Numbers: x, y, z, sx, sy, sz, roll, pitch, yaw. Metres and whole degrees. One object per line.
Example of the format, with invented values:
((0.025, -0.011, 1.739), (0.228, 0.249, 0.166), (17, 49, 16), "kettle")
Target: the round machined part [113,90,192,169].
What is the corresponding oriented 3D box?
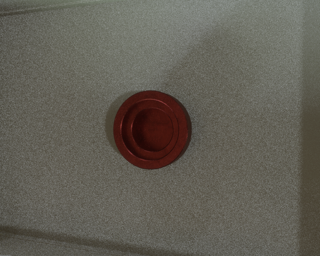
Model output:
((-0.007, 0.002, 0.399), (0.098, 0.042, 0.097), (0, 90, 19), "round machined part")
